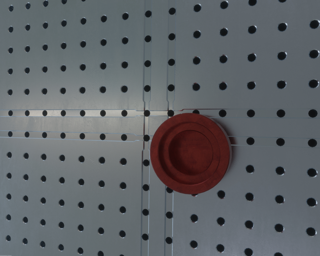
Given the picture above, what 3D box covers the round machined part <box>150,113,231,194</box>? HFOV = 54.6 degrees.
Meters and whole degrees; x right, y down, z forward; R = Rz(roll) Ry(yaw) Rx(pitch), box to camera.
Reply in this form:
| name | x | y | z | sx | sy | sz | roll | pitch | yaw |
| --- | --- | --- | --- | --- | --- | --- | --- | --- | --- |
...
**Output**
| name | x | y | z | sx | sy | sz | roll | pitch | yaw |
| --- | --- | --- | --- | --- | --- | --- | --- | --- | --- |
| round machined part | 0.041 | 0.030 | 0.389 | 0.098 | 0.042 | 0.097 | 0 | 90 | 20 |
